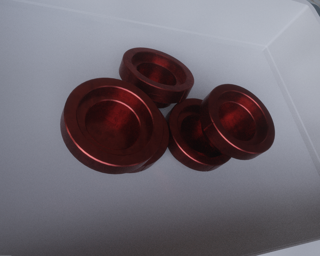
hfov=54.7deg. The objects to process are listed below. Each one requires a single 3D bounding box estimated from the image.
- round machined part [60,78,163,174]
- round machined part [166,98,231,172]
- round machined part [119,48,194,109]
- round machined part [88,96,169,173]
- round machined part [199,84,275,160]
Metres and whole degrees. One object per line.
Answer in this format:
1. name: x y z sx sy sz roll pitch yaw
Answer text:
1. round machined part: -0.050 0.001 0.312 0.099 0.042 0.098 14 56 -21
2. round machined part: 0.048 0.012 0.411 0.099 0.042 0.098 14 56 -21
3. round machined part: -0.007 -0.063 0.415 0.099 0.042 0.098 16 38 -13
4. round machined part: -0.042 0.008 0.365 0.099 0.042 0.098 14 56 -21
5. round machined part: 0.092 -0.004 0.391 0.099 0.042 0.098 14 56 -21
